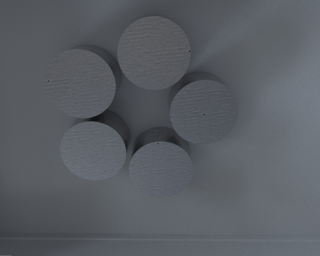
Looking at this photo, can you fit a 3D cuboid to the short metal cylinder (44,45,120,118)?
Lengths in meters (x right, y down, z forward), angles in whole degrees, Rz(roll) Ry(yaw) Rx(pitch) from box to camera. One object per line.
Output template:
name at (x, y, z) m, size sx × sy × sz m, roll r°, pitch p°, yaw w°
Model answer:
short metal cylinder at (-0.090, -0.057, 0.374) m, size 0.081 × 0.050 × 0.079 m, roll 0°, pitch 110°, yaw 0°

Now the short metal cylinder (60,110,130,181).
short metal cylinder at (-0.082, 0.021, 0.403) m, size 0.081 × 0.050 × 0.079 m, roll 0°, pitch 110°, yaw 0°

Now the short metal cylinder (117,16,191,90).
short metal cylinder at (-0.006, -0.089, 0.363) m, size 0.081 × 0.050 × 0.079 m, roll 0°, pitch 110°, yaw 0°

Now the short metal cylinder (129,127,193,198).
short metal cylinder at (0.001, 0.045, 0.412) m, size 0.081 × 0.050 × 0.079 m, roll 0°, pitch 110°, yaw 0°

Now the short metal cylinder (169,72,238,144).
short metal cylinder at (0.052, -0.026, 0.387) m, size 0.081 × 0.050 × 0.079 m, roll 0°, pitch 110°, yaw 0°
